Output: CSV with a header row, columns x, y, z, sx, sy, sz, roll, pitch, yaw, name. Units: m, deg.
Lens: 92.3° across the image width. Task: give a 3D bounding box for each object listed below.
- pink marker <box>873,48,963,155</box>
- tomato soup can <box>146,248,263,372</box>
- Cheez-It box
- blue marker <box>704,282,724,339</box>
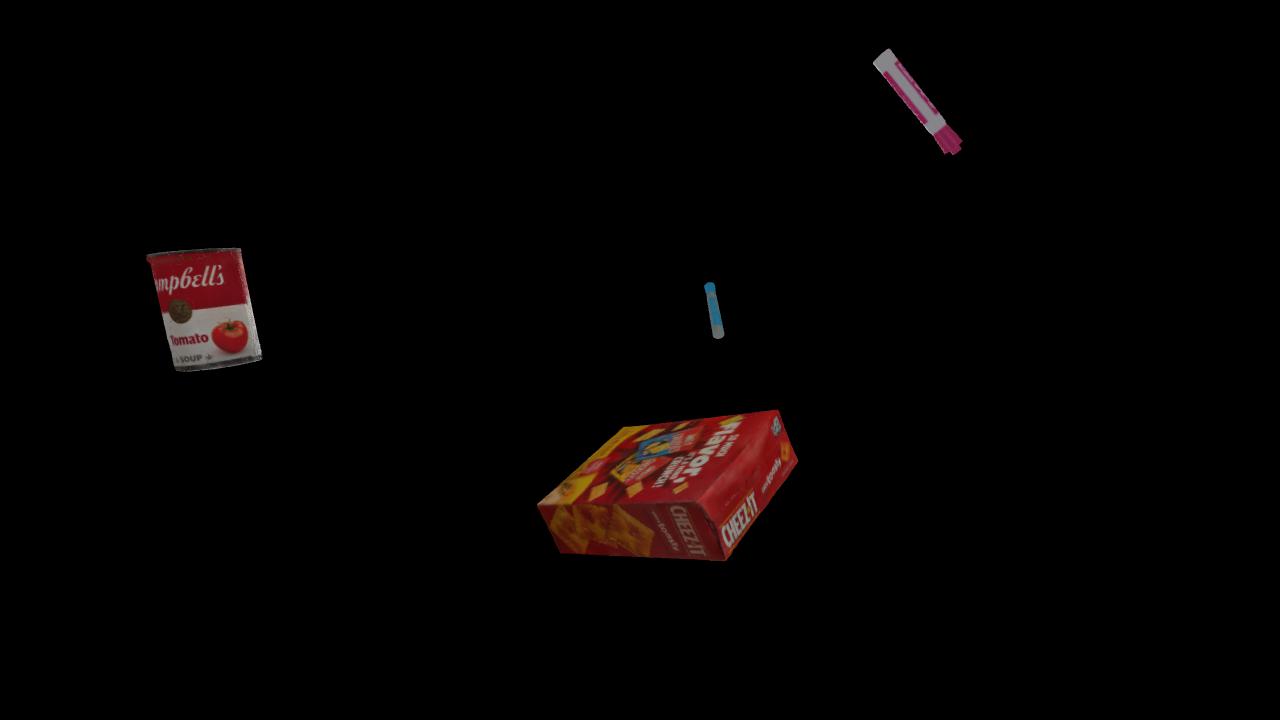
x,y,z,sx,sy,sz,roll,pitch,yaw,name
0.273,-0.250,0.601,0.020,0.121,0.020,-39,1,1,pink marker
-0.379,-0.044,0.540,0.068,0.101,0.068,-5,10,1,tomato soup can
0.026,0.126,0.634,0.223,0.071,0.166,-13,16,41,Cheez-It box
0.122,-0.085,1.020,0.020,0.121,0.020,-2,-40,-2,blue marker
